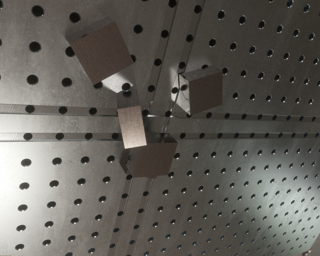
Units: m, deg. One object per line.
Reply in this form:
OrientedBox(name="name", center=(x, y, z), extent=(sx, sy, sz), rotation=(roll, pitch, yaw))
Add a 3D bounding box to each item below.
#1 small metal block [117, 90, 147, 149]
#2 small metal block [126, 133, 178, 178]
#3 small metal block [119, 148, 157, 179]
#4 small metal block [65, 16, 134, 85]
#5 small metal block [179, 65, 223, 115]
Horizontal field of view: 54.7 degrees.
OrientedBox(name="small metal block", center=(-0.034, -0.011, 0.364), extent=(0.025, 0.050, 0.050), rotation=(-9, 118, -4))
OrientedBox(name="small metal block", center=(-0.011, 0.034, 0.396), extent=(0.050, 0.025, 0.050), rotation=(1, 118, -29))
OrientedBox(name="small metal block", center=(-0.020, 0.039, 0.427), extent=(0.050, 0.025, 0.050), rotation=(17, 110, -35))
OrientedBox(name="small metal block", center=(-0.063, -0.082, 0.327), extent=(0.050, 0.025, 0.050), rotation=(-31, 129, -9))
OrientedBox(name="small metal block", center=(0.055, -0.051, 0.412), extent=(0.050, 0.025, 0.050), rotation=(-19, 126, -18))
